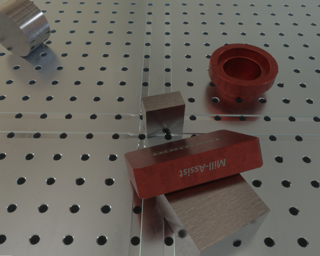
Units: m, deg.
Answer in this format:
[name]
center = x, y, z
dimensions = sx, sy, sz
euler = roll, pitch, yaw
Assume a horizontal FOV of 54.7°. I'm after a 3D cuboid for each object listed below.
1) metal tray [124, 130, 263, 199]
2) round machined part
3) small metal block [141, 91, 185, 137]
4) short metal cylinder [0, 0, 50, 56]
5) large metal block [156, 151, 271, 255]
[metal tray]
center = 0.032, 0.034, 0.341
dimensions = 0.131, 0.030, 0.090
euler = -13, 8, -11
[round machined part]
center = 0.122, -0.081, 0.466
dimensions = 0.099, 0.042, 0.098
euler = 0, 50, 0
[small metal block]
center = 0.004, -0.018, 0.407
dimensions = 0.050, 0.050, 0.025
euler = -11, 51, -10
[short metal cylinder]
center = -0.230, -0.165, 0.508
dimensions = 0.080, 0.080, 0.050
euler = 21, 53, 16
[large metal block]
center = 0.051, 0.082, 0.323
dimensions = 0.081, 0.050, 0.080
euler = -23, 54, -19
